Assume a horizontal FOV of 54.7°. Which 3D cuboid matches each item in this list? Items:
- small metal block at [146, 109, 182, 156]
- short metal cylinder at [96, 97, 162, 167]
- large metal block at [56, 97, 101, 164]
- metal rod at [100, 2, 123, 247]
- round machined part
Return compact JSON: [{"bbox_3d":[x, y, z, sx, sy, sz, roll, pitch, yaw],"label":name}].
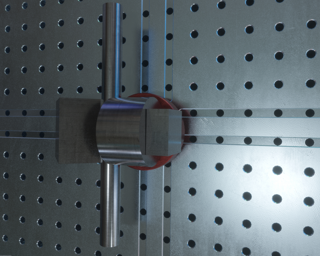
[{"bbox_3d":[0.006,0.004,0.352,0.025,0.050,0.050,1,91,20],"label":"small metal block"},{"bbox_3d":[-0.032,0.004,0.361,0.050,0.080,0.079,1,90,20],"label":"short metal cylinder"},{"bbox_3d":[-0.111,0.003,0.415,0.050,0.080,0.079,1,90,-21],"label":"large metal block"},{"bbox_3d":[-0.061,-0.004,0.389,0.025,0.025,0.298,1,90,19],"label":"metal rod"},{"bbox_3d":[-0.015,0.004,0.407,0.098,0.042,0.097,0,90,19],"label":"round machined part"}]
